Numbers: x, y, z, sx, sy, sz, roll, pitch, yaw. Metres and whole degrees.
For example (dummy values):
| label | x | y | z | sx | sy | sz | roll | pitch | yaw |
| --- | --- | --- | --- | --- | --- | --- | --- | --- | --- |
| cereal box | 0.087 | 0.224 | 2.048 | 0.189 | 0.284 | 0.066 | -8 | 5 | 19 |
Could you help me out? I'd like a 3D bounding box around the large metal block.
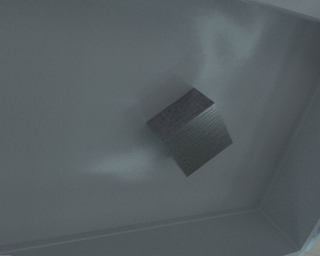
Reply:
| label | x | y | z | sx | sy | sz | roll | pitch | yaw |
| --- | --- | --- | --- | --- | --- | --- | --- | --- | --- |
| large metal block | 0.042 | 0.006 | 0.421 | 0.080 | 0.050 | 0.080 | -37 | 130 | -4 |
